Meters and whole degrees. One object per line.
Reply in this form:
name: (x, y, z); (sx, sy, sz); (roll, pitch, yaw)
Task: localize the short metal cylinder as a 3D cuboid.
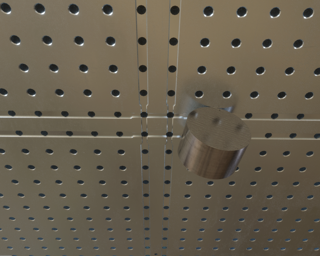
short metal cylinder: (0.067, 0.018, 0.391); (0.080, 0.080, 0.050); (8, 130, -7)
